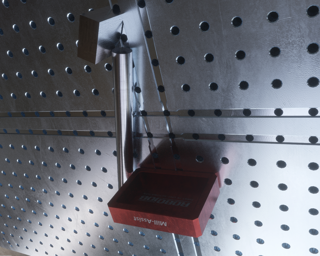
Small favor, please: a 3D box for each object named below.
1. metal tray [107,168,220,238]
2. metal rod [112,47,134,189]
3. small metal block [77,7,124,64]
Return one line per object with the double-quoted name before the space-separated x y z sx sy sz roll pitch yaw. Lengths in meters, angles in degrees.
"metal tray" 0.006 0.096 0.425 0.130 0.090 0.030 1 119 28
"metal rod" -0.052 0.031 0.457 0.025 0.025 0.298 15 125 19
"small metal block" -0.070 -0.110 0.364 0.025 0.050 0.050 25 127 13
